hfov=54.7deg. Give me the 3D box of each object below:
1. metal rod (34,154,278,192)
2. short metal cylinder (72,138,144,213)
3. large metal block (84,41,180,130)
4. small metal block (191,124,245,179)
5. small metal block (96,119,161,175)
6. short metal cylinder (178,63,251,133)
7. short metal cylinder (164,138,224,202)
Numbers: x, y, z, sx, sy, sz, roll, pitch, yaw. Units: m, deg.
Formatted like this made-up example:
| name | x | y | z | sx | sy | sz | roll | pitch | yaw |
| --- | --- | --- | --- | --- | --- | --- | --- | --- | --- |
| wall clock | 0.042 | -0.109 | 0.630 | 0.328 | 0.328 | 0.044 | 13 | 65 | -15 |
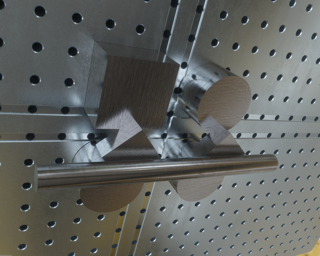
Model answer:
| name | x | y | z | sx | sy | sz | roll | pitch | yaw |
| --- | --- | --- | --- | --- | --- | --- | --- | --- | --- |
| metal rod | 0.020 | 0.047 | 0.353 | 0.303 | 0.025 | 0.025 | 1 | 118 | -29 |
| short metal cylinder | -0.067 | 0.060 | 0.394 | 0.081 | 0.050 | 0.079 | -14 | 124 | -21 |
| large metal block | -0.034 | -0.045 | 0.348 | 0.081 | 0.050 | 0.079 | 1 | 118 | -29 |
| small metal block | 0.077 | 0.031 | 0.408 | 0.050 | 0.025 | 0.050 | -42 | 130 | 1 |
| small metal block | -0.034 | 0.027 | 0.344 | 0.050 | 0.025 | 0.050 | -35 | 129 | -6 |
| short metal cylinder | 0.072 | -0.040 | 0.409 | 0.081 | 0.050 | 0.079 | -14 | 124 | -21 |
| short metal cylinder | 0.050 | 0.062 | 0.460 | 0.081 | 0.050 | 0.079 | -14 | 124 | -21 |
